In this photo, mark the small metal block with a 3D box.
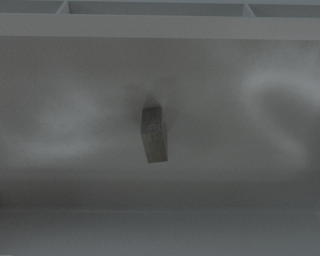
[{"bbox_3d":[-0.006,0.009,0.395,0.025,0.050,0.050,-7,129,6],"label":"small metal block"}]
